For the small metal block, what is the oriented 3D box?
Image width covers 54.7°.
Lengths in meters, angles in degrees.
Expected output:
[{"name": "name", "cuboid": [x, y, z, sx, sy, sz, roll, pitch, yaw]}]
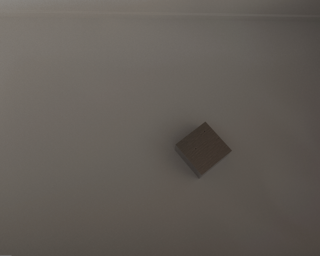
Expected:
[{"name": "small metal block", "cuboid": [0.055, 0.029, 0.400, 0.050, 0.025, 0.050, -37, 74, -13]}]
